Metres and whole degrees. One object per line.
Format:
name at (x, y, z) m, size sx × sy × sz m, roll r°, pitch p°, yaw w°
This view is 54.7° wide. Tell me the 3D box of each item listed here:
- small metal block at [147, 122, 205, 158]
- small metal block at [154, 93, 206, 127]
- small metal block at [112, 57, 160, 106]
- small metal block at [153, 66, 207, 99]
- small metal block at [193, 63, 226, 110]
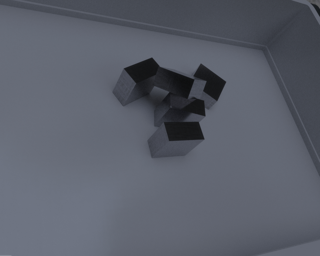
small metal block at (0.019, 0.015, 0.390) m, size 0.050 × 0.050 × 0.025 m, roll -1°, pitch 63°, yaw -29°
small metal block at (0.025, -0.019, 0.415) m, size 0.050 × 0.050 × 0.025 m, roll 13°, pitch 57°, yaw -21°
small metal block at (-0.029, -0.061, 0.410) m, size 0.050 × 0.050 × 0.025 m, roll -31°, pitch 77°, yaw -38°
small metal block at (0.026, -0.058, 0.402) m, size 0.050 × 0.025 × 0.050 m, roll 24°, pitch 15°, yaw 21°
small metal block at (0.069, -0.065, 0.482) m, size 0.050 × 0.025 × 0.050 m, roll 35°, pitch 51°, yaw -5°
